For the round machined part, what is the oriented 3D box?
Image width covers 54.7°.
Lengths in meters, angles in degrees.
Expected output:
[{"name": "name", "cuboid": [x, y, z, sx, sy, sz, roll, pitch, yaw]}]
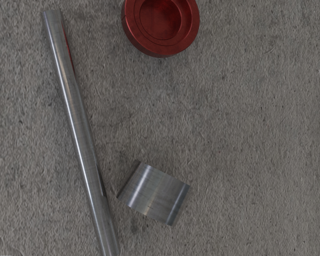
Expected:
[{"name": "round machined part", "cuboid": [-0.002, -0.139, 0.399, 0.099, 0.042, 0.097, 0, 90, -20]}]

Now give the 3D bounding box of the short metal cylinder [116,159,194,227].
[{"name": "short metal cylinder", "cuboid": [-0.006, 0.078, 0.378, 0.080, 0.080, 0.050, 29, 81, -18]}]

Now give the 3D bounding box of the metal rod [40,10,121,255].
[{"name": "metal rod", "cuboid": [-0.094, 0.011, 0.374, 0.025, 0.025, 0.298, -14, 95, -20]}]
